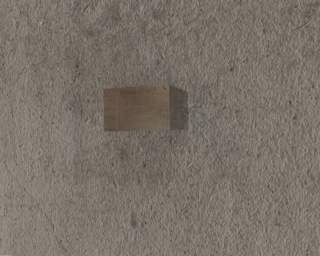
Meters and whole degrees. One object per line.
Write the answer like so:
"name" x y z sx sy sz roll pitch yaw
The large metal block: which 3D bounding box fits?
"large metal block" -0.014 -0.022 0.385 0.080 0.080 0.050 -1 90 19
